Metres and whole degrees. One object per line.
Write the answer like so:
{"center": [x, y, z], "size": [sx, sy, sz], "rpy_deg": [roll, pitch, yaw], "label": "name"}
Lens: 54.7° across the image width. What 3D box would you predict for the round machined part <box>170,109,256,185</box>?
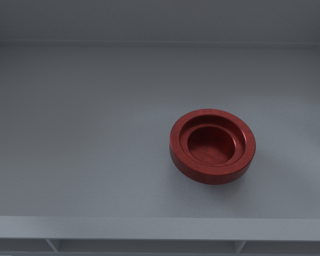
{"center": [0.061, 0.026, 0.373], "size": [0.099, 0.042, 0.098], "rpy_deg": [0, 50, 0], "label": "round machined part"}
